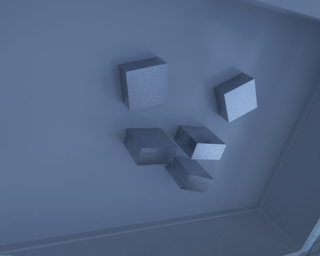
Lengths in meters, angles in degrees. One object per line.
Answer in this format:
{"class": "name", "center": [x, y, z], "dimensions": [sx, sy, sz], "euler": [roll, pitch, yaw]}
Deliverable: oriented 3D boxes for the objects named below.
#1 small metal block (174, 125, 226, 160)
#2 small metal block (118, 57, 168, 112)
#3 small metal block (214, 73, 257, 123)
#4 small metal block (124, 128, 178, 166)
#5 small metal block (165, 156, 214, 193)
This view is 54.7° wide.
{"class": "small metal block", "center": [0.056, 0.020, 0.437], "dimensions": [0.050, 0.050, 0.025], "euler": [4, 116, -31]}
{"class": "small metal block", "center": [-0.019, -0.053, 0.367], "dimensions": [0.050, 0.025, 0.050], "euler": [-16, 125, -20]}
{"class": "small metal block", "center": [0.109, -0.044, 0.444], "dimensions": [0.050, 0.025, 0.050], "euler": [-28, 128, -11]}
{"class": "small metal block", "center": [-0.013, 0.023, 0.401], "dimensions": [0.050, 0.050, 0.025], "euler": [0, 119, -29]}
{"class": "small metal block", "center": [0.044, 0.068, 0.461], "dimensions": [0.050, 0.050, 0.025], "euler": [18, 109, -36]}
